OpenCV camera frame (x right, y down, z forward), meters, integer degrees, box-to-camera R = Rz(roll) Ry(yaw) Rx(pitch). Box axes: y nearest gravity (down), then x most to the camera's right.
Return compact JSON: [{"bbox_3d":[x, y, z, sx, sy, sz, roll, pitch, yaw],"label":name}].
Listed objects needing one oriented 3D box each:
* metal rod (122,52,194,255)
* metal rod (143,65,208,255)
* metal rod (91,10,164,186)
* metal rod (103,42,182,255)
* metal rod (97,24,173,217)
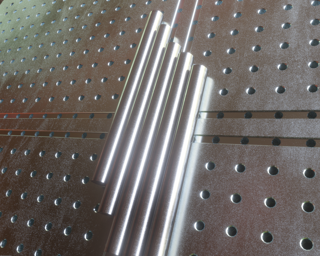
[{"bbox_3d":[0.001,0.029,0.387,0.025,0.025,0.300,1,62,28],"label":"metal rod"},{"bbox_3d":[0.018,0.052,0.365,0.025,0.025,0.300,1,62,28],"label":"metal rod"},{"bbox_3d":[-0.042,-0.059,0.464,0.025,0.025,0.300,1,62,28],"label":"metal rod"},{"bbox_3d":[-0.015,0.010,0.408,0.025,0.025,0.300,1,62,28],"label":"metal rod"},{"bbox_3d":[-0.028,-0.027,0.436,0.025,0.025,0.300,1,62,28],"label":"metal rod"}]
